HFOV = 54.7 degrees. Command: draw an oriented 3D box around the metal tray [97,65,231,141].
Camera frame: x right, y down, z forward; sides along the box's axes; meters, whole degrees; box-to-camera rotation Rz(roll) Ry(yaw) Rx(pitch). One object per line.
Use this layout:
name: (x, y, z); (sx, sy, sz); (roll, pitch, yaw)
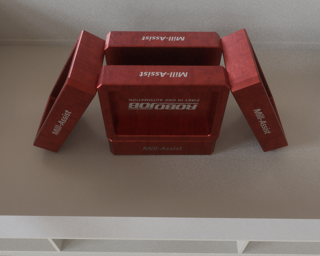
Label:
metal tray: (0.004, -0.025, 0.342); (0.131, 0.089, 0.030); (0, 50, -1)

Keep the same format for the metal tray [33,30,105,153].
metal tray: (-0.109, -0.040, 0.370); (0.030, 0.129, 0.090); (22, 46, -24)

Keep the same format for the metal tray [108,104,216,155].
metal tray: (0.003, -0.009, 0.408); (0.131, 0.030, 0.090); (0, 50, -1)

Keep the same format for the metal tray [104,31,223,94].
metal tray: (0.004, -0.072, 0.381); (0.131, 0.089, 0.030); (0, 50, 0)

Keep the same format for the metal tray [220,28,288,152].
metal tray: (0.114, -0.042, 0.372); (0.030, 0.130, 0.090); (-20, 47, 23)
